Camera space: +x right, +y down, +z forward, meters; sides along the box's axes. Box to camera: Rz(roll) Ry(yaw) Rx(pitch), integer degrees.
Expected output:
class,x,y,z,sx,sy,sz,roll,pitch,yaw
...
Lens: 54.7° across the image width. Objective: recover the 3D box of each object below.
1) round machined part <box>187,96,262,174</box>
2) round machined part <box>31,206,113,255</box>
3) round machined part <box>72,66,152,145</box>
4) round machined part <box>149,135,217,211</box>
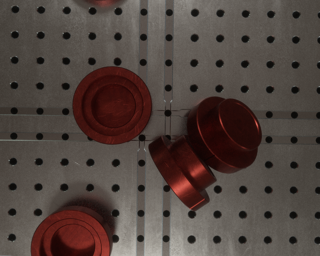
class,x,y,z,sx,sy,sz,roll,pitch,yaw
round machined part,0.085,0.003,0.379,0.099,0.042,0.098,18,55,-27
round machined part,-0.111,0.150,0.404,0.099,0.042,0.097,0,90,-1
round machined part,-0.059,-0.028,0.404,0.099,0.042,0.097,0,90,-1
round machined part,0.032,0.047,0.375,0.042,0.098,0.098,-36,90,6
